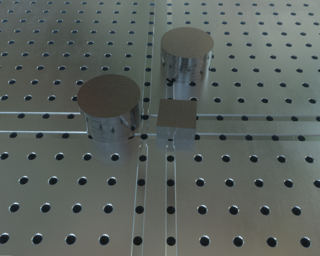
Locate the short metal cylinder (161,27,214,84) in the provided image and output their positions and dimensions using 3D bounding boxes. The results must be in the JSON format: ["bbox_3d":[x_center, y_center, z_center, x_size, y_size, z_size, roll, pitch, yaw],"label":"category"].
[{"bbox_3d":[0.041,-0.115,0.488,0.081,0.050,0.080,0,50,0],"label":"short metal cylinder"}]

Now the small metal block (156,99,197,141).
[{"bbox_3d":[0.023,-0.012,0.417,0.050,0.025,0.050,4,50,3],"label":"small metal block"}]

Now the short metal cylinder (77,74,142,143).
[{"bbox_3d":[-0.065,-0.027,0.413,0.080,0.050,0.080,0,50,0],"label":"short metal cylinder"}]
